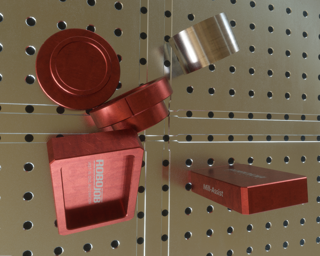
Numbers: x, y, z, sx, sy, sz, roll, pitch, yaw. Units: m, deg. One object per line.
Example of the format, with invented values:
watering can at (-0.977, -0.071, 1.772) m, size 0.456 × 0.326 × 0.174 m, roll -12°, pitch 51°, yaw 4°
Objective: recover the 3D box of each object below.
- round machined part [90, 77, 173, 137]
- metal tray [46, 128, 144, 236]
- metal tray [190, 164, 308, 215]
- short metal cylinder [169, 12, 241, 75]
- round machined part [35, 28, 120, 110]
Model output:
round machined part at (-0.029, -0.021, 0.364) m, size 0.099 × 0.098 × 0.042 m, roll -29°, pitch 102°, yaw -18°
metal tray at (-0.071, 0.063, 0.343) m, size 0.091 × 0.030 × 0.129 m, roll -7°, pitch 133°, yaw -20°
metal tray at (0.107, 0.073, 0.398) m, size 0.091 × 0.130 × 0.030 m, roll -4°, pitch 92°, yaw -20°
short metal cylinder at (0.058, -0.109, 0.406) m, size 0.081 × 0.080 × 0.050 m, roll -28°, pitch 100°, yaw -18°
round machined part at (-0.095, -0.070, 0.369) m, size 0.099 × 0.042 × 0.097 m, roll 0°, pitch 90°, yaw -21°
